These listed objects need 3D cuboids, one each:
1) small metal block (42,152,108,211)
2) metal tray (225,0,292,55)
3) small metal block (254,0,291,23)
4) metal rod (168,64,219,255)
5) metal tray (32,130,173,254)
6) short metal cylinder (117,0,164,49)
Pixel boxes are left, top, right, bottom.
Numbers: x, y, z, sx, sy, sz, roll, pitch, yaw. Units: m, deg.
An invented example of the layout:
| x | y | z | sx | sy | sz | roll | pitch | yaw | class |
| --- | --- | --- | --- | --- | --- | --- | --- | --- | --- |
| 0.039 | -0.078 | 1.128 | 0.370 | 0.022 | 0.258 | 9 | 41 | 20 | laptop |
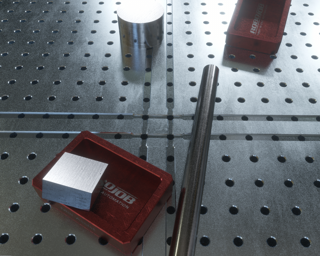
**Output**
| x | y | z | sx | sy | sz | roll | pitch | yaw | class |
| --- | --- | --- | --- | --- | --- | --- | --- | --- | --- |
| -0.088 | 0.055 | 0.328 | 0.050 | 0.025 | 0.050 | 15 | 29 | 3 | small metal block |
| 0.177 | -0.197 | 0.551 | 0.090 | 0.030 | 0.130 | 16 | 65 | 13 | metal tray |
| 0.220 | -0.236 | 0.607 | 0.050 | 0.025 | 0.050 | 27 | 55 | 21 | small metal block |
| 0.049 | 0.023 | 0.388 | 0.025 | 0.025 | 0.300 | 9 | 51 | 7 | metal rod |
| -0.062 | 0.065 | 0.348 | 0.130 | 0.030 | 0.090 | 25 | 54 | 20 | metal tray |
| -0.033 | -0.185 | 0.546 | 0.080 | 0.050 | 0.080 | 0 | 50 | 0 | short metal cylinder |
